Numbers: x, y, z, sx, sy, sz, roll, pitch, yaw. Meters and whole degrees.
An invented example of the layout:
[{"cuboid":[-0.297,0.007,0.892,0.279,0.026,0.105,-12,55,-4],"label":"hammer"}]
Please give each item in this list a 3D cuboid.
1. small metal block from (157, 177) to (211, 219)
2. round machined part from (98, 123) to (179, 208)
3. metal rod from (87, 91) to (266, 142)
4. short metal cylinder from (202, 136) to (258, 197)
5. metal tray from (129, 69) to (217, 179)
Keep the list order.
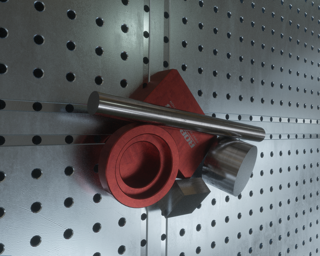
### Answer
[{"cuboid":[0.032,0.094,0.421,0.050,0.025,0.050,3,131,-41],"label":"small metal block"},{"cuboid":[-0.028,0.042,0.370,0.099,0.042,0.097,-5,99,-34],"label":"round machined part"},{"cuboid":[0.047,-0.007,0.410,0.302,0.025,0.025,9,84,-40],"label":"metal rod"},{"cuboid":[0.105,0.055,0.464,0.081,0.050,0.079,-36,137,-43],"label":"short metal cylinder"},{"cuboid":[0.020,-0.004,0.426,0.090,0.030,0.130,-51,120,-28],"label":"metal tray"}]
